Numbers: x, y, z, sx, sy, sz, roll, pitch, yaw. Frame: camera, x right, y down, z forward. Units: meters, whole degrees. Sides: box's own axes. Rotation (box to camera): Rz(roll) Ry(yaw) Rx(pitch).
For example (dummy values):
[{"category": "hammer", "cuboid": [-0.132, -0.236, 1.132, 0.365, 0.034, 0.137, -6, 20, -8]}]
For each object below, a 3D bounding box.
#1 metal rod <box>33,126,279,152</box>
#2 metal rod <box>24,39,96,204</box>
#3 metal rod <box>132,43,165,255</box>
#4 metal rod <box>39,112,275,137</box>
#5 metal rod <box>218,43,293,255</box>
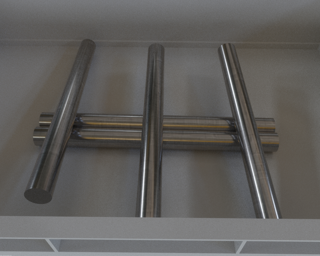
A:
[{"category": "metal rod", "cuboid": [-0.005, 0.014, 0.392, 0.302, 0.025, 0.025, 1, 50, 0]}, {"category": "metal rod", "cuboid": [-0.116, -0.036, 0.401, 0.025, 0.025, 0.300, 0, 42, -1]}, {"category": "metal rod", "cuboid": [-0.009, -0.003, 0.374, 0.025, 0.025, 0.300, 1, 50, 1]}, {"category": "metal rod", "cuboid": [-0.004, -0.005, 0.408, 0.302, 0.025, 0.025, 1, 50, 0]}, {"category": "metal rod", "cuboid": [0.105, 0.015, 0.363, 0.025, 0.025, 0.299, -3, 58, -3]}]
